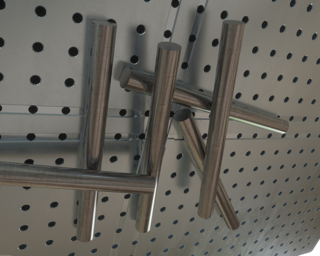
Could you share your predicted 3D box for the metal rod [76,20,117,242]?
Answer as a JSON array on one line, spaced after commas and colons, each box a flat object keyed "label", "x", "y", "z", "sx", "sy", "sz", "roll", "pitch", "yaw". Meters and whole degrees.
[{"label": "metal rod", "x": -0.082, "y": 0.024, "z": 0.380, "sx": 0.025, "sy": 0.025, "sz": 0.298, "roll": -3, "pitch": 120, "yaw": -27}]

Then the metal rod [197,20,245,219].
[{"label": "metal rod", "x": 0.078, "y": 0.009, "z": 0.424, "sx": 0.025, "sy": 0.025, "sz": 0.298, "roll": -12, "pitch": 123, "yaw": -22}]

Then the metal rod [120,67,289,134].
[{"label": "metal rod", "x": 0.083, "y": -0.030, "z": 0.436, "sx": 0.302, "sy": 0.025, "sz": 0.025, "roll": 13, "pitch": 112, "yaw": -34}]

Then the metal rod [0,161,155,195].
[{"label": "metal rod", "x": -0.146, "y": 0.052, "z": 0.340, "sx": 0.302, "sy": 0.025, "sz": 0.025, "roll": 9, "pitch": 114, "yaw": -25}]

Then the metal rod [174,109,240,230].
[{"label": "metal rod", "x": 0.086, "y": 0.085, "z": 0.509, "sx": 0.025, "sy": 0.025, "sz": 0.299, "roll": -34, "pitch": 129, "yaw": -6}]

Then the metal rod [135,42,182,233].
[{"label": "metal rod", "x": -0.008, "y": 0.036, "z": 0.406, "sx": 0.025, "sy": 0.025, "sz": 0.298, "roll": -9, "pitch": 129, "yaw": -24}]
